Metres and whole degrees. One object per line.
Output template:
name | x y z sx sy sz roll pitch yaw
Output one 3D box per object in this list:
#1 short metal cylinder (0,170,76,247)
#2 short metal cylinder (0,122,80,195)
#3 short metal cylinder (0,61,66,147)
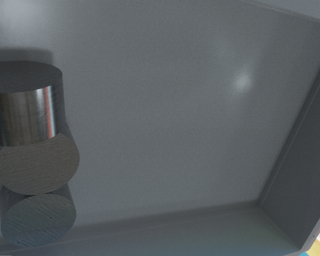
short metal cylinder | -0.147 0.095 0.372 0.081 0.050 0.079 -14 125 -21
short metal cylinder | -0.133 0.025 0.336 0.081 0.050 0.079 -14 124 -21
short metal cylinder | -0.131 -0.025 0.286 0.081 0.080 0.050 -9 122 -24
